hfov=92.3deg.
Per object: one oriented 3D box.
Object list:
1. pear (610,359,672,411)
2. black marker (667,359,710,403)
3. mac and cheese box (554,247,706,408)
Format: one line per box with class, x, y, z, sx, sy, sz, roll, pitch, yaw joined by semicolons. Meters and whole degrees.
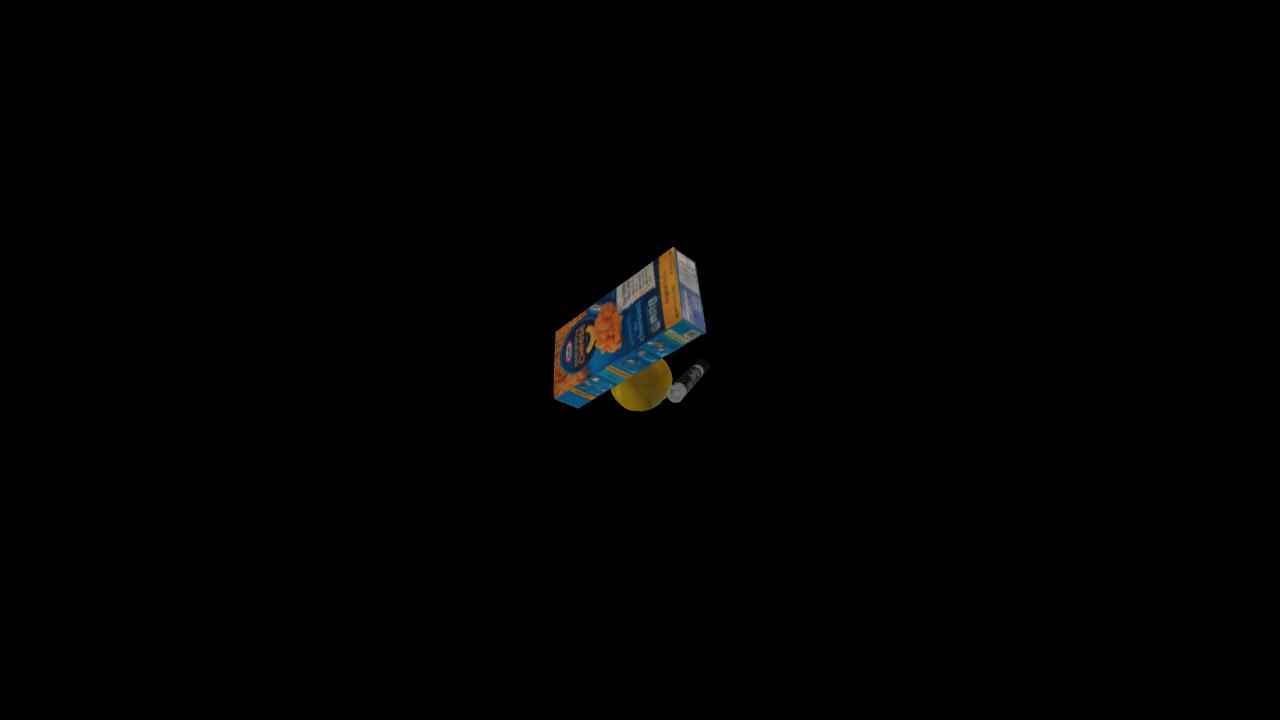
pear;-0.002;0.002;0.718;0.080;0.111;0.080;-4;28;2
black marker;0.058;0.021;0.714;0.020;0.020;0.121;0;16;22
mac and cheese box;-0.017;-0.029;0.632;0.184;0.093;0.041;-32;-42;34
